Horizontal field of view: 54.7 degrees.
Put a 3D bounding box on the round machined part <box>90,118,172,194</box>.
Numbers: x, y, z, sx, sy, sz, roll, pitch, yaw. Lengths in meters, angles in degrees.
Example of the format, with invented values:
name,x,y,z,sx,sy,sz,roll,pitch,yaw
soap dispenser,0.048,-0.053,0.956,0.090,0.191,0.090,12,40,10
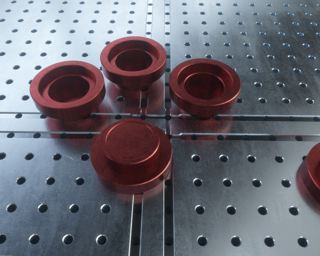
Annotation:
name,x,y,z,sx,sy,sz,roll,pitch,yaw
round machined part,-0.035,0.026,0.374,0.099,0.042,0.098,0,50,0

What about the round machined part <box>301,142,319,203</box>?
name,x,y,z,sx,sy,sz,roll,pitch,yaw
round machined part,0.221,0.051,0.357,0.099,0.042,0.098,0,50,0

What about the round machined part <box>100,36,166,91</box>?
name,x,y,z,sx,sy,sz,roll,pitch,yaw
round machined part,-0.040,-0.095,0.476,0.099,0.042,0.098,0,50,0

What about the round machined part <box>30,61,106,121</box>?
name,x,y,z,sx,sy,sz,roll,pitch,yaw
round machined part,-0.126,-0.048,0.435,0.099,0.042,0.098,0,50,0

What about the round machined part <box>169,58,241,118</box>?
name,x,y,z,sx,sy,sz,roll,pitch,yaw
round machined part,0.062,-0.053,0.442,0.099,0.042,0.098,0,50,0
